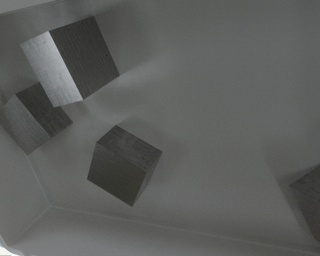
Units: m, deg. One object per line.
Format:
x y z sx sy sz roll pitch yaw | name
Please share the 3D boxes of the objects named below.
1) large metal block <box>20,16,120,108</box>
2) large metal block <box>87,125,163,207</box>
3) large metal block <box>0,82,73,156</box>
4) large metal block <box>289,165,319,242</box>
-0.105 -0.082 0.378 0.050 0.080 0.080 -9 114 32 | large metal block
-0.053 0.056 0.455 0.080 0.050 0.079 29 128 9 | large metal block
-0.200 -0.013 0.490 0.080 0.050 0.080 -29 103 37 | large metal block
0.193 0.092 0.320 0.050 0.080 0.080 -31 105 -5 | large metal block
